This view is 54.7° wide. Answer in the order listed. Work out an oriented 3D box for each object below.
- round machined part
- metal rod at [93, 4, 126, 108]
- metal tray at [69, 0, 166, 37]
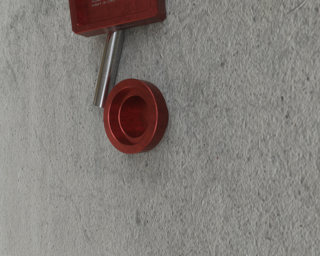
[{"bbox_3d":[-0.028,-0.015,0.415,0.098,0.042,0.097,0,90,39],"label":"round machined part"},{"bbox_3d":[-0.056,-0.176,0.448,0.025,0.025,0.298,23,104,37],"label":"metal rod"},{"bbox_3d":[-0.061,-0.181,0.419,0.130,0.030,0.089,-4,94,22],"label":"metal tray"}]
